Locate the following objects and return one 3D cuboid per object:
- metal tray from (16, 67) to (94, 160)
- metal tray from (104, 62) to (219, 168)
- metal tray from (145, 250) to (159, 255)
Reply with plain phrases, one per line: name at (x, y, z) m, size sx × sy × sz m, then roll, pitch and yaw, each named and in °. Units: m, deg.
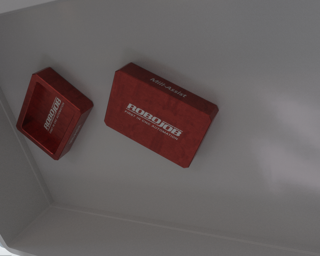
metal tray at (-0.167, -0.018, 0.482) m, size 0.090 × 0.030 × 0.129 m, roll 39°, pitch 129°, yaw 1°
metal tray at (-0.003, -0.015, 0.397) m, size 0.130 × 0.030 × 0.089 m, roll 28°, pitch 128°, yaw 10°
metal tray at (0.004, 0.258, 0.507) m, size 0.090 × 0.130 × 0.030 m, roll 35°, pitch 89°, yaw 5°
